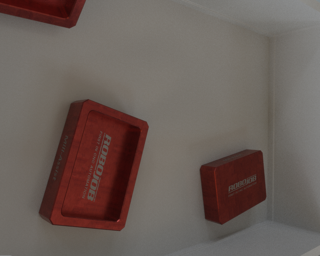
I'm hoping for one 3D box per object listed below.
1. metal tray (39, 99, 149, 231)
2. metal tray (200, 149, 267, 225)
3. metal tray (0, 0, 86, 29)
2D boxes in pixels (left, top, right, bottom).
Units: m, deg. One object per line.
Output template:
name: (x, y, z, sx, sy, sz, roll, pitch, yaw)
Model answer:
metal tray: (-0.069, 0.043, 0.346, 0.091, 0.030, 0.129, 22, 76, -38)
metal tray: (0.125, 0.092, 0.511, 0.131, 0.030, 0.089, -12, 98, -40)
metal tray: (-0.123, -0.143, 0.262, 0.131, 0.089, 0.030, 1, 49, -40)
